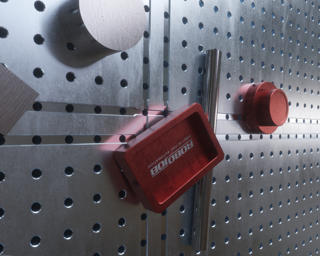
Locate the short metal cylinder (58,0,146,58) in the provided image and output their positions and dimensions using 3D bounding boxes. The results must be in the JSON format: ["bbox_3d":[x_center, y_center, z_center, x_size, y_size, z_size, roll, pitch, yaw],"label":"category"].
[{"bbox_3d":[-0.063,-0.121,0.341,0.081,0.050,0.079,0,90,-40],"label":"short metal cylinder"}]

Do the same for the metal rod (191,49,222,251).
[{"bbox_3d":[0.071,0.030,0.471,0.025,0.025,0.298,8,85,-40],"label":"metal rod"}]

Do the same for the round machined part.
[{"bbox_3d":[0.201,-0.037,0.570,0.099,0.042,0.097,0,90,-40],"label":"round machined part"}]

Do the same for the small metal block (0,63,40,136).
[{"bbox_3d":[-0.151,-0.027,0.284,0.050,0.025,0.050,44,63,-31],"label":"small metal block"}]

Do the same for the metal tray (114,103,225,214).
[{"bbox_3d":[0.017,0.036,0.405,0.131,0.030,0.090,-35,105,-27],"label":"metal tray"}]
